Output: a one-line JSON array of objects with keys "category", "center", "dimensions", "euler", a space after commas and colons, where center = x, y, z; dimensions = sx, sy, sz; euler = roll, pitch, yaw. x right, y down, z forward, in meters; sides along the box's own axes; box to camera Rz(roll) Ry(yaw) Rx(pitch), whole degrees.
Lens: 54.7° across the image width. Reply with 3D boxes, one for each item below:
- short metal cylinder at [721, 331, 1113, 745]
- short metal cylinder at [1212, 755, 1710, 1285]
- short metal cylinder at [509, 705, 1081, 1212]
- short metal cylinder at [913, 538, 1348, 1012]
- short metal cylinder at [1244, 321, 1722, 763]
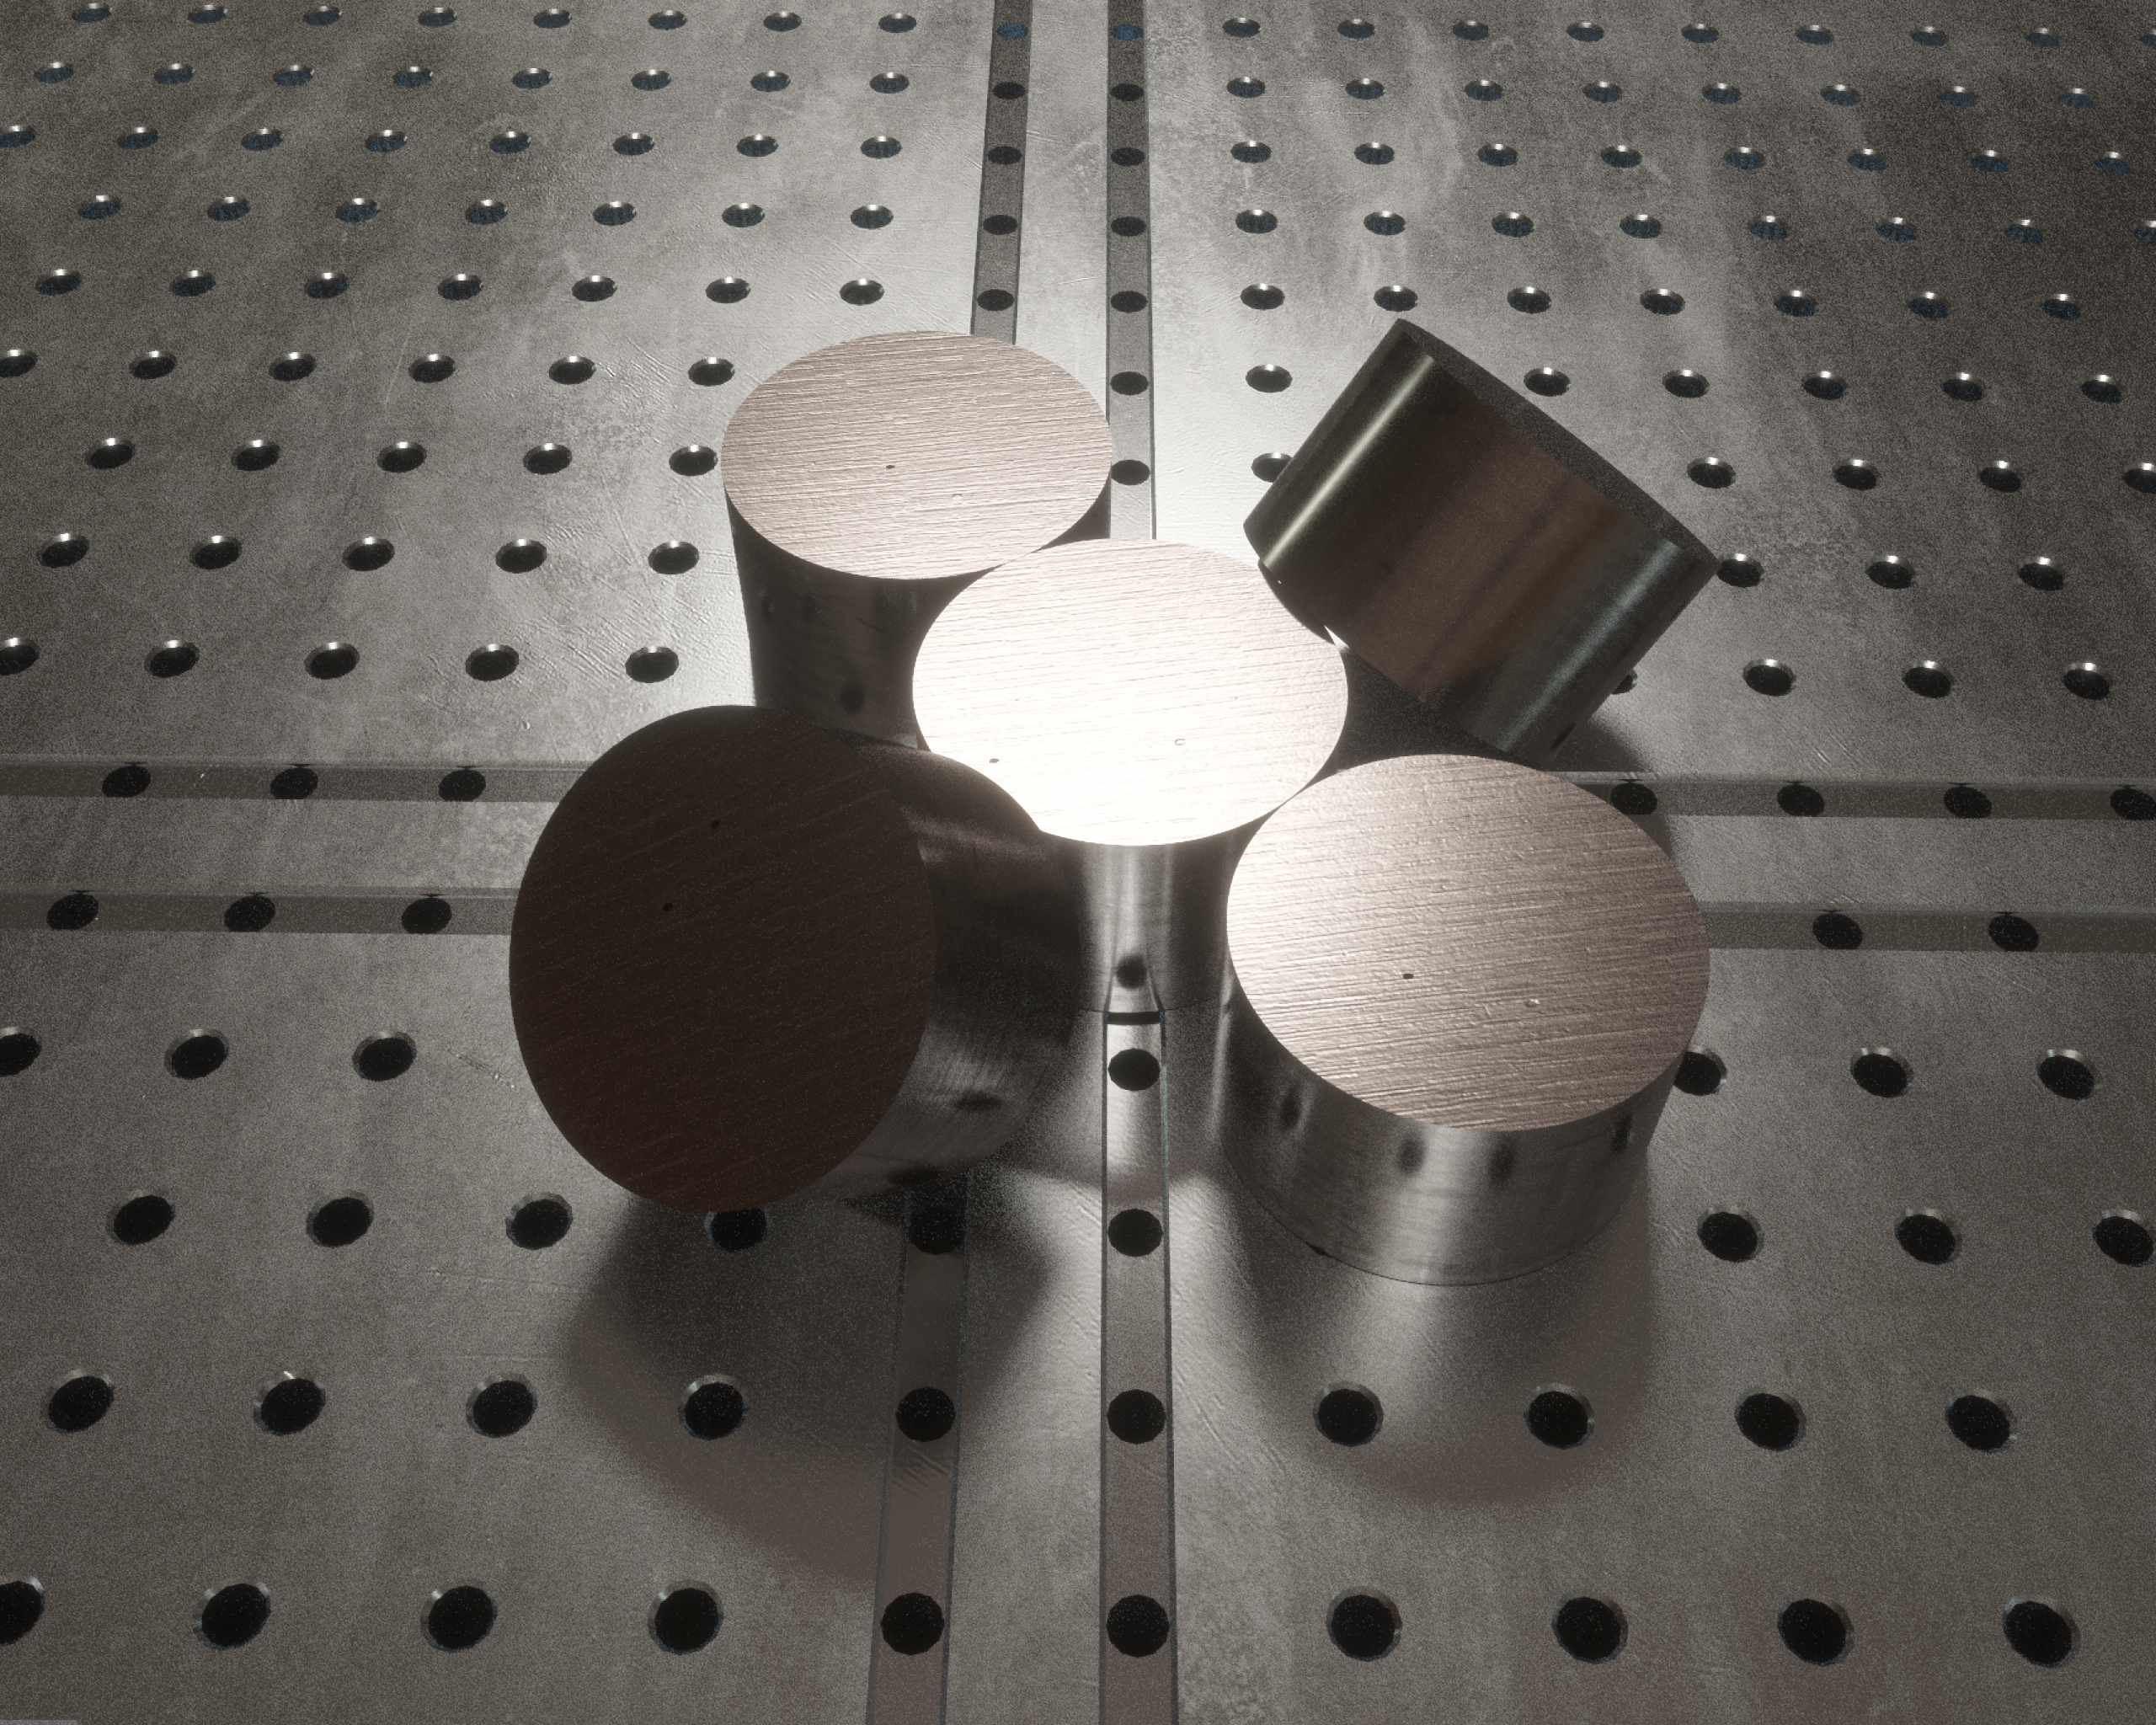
[{"category": "short metal cylinder", "center": [-0.033, -0.070, 0.449], "dimensions": [0.081, 0.050, 0.080], "euler": [0, 50, 0]}, {"category": "short metal cylinder", "center": [0.065, 0.027, 0.369], "dimensions": [0.081, 0.050, 0.080], "euler": [0, 50, 0]}, {"category": "short metal cylinder", "center": [-0.047, 0.017, 0.350], "dimensions": [0.080, 0.050, 0.080], "euler": [-3, 84, 25]}, {"category": "short metal cylinder", "center": [0.010, -0.018, 0.406], "dimensions": [0.081, 0.050, 0.080], "euler": [0, 50, 0]}, {"category": "short metal cylinder", "center": [0.081, -0.065, 0.420], "dimensions": [0.080, 0.050, 0.080], "euler": [32, 21, -14]}]
